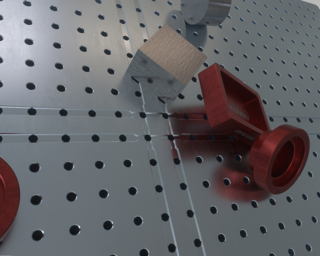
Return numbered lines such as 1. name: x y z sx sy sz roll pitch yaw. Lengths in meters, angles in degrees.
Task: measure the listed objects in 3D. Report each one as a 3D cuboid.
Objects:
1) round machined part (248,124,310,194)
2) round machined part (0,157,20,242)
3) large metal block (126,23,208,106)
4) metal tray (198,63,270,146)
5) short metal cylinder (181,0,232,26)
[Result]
1. round machined part: 0.164 0.041 0.438 0.099 0.097 0.042 -13 25 -33
2. round machined part: -0.174 0.067 0.263 0.099 0.042 0.098 14 56 -21
3. large metal block: 0.011 -0.094 0.455 0.080 0.050 0.080 38 51 -3
4. metal tray: 0.113 -0.029 0.454 0.131 0.030 0.090 21 51 -43
5. short metal cylinder: 0.081 -0.225 0.554 0.050 0.080 0.080 -8 66 -32
